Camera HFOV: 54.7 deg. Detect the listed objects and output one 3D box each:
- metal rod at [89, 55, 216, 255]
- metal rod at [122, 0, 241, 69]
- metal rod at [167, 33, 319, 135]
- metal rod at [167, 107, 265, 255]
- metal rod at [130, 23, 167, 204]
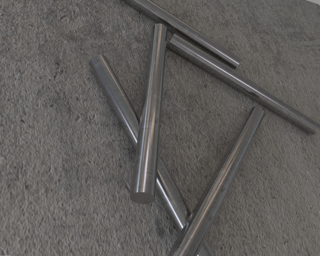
[{"bbox_3d":[-0.012,0.036,0.374,0.025,0.025,0.299,-19,72,-35],"label":"metal rod"},{"bbox_3d":[0.006,-0.186,0.519,0.301,0.025,0.025,30,52,-9],"label":"metal rod"},{"bbox_3d":[0.147,-0.071,0.525,0.301,0.025,0.025,29,52,-10],"label":"metal rod"},{"bbox_3d":[0.086,0.054,0.396,0.025,0.025,0.301,42,45,0],"label":"metal rod"},{"bbox_3d":[-0.009,-0.044,0.402,0.025,0.025,0.300,19,47,-17],"label":"metal rod"}]
